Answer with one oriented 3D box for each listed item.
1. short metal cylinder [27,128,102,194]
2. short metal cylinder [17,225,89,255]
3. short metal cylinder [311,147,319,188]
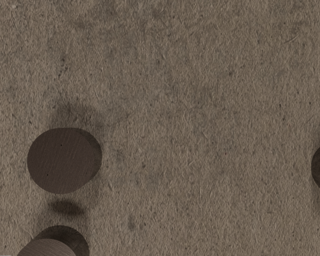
[{"bbox_3d":[-0.119,0.039,0.396,0.081,0.050,0.079,0,90,-1],"label":"short metal cylinder"},{"bbox_3d":[-0.136,0.172,0.396,0.081,0.050,0.079,0,90,-1],"label":"short metal cylinder"},{"bbox_3d":[0.248,0.055,0.401,0.081,0.050,0.079,0,90,-1],"label":"short metal cylinder"}]
